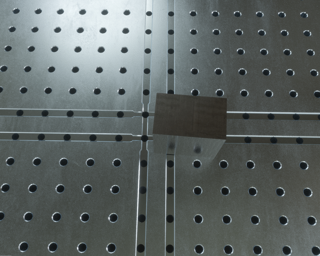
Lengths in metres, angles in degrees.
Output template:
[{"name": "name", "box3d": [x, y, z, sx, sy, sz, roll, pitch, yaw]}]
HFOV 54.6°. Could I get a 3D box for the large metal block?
[{"name": "large metal block", "box3d": [0.034, 0.000, 0.383, 0.080, 0.080, 0.050, 5, 70, 2]}]
